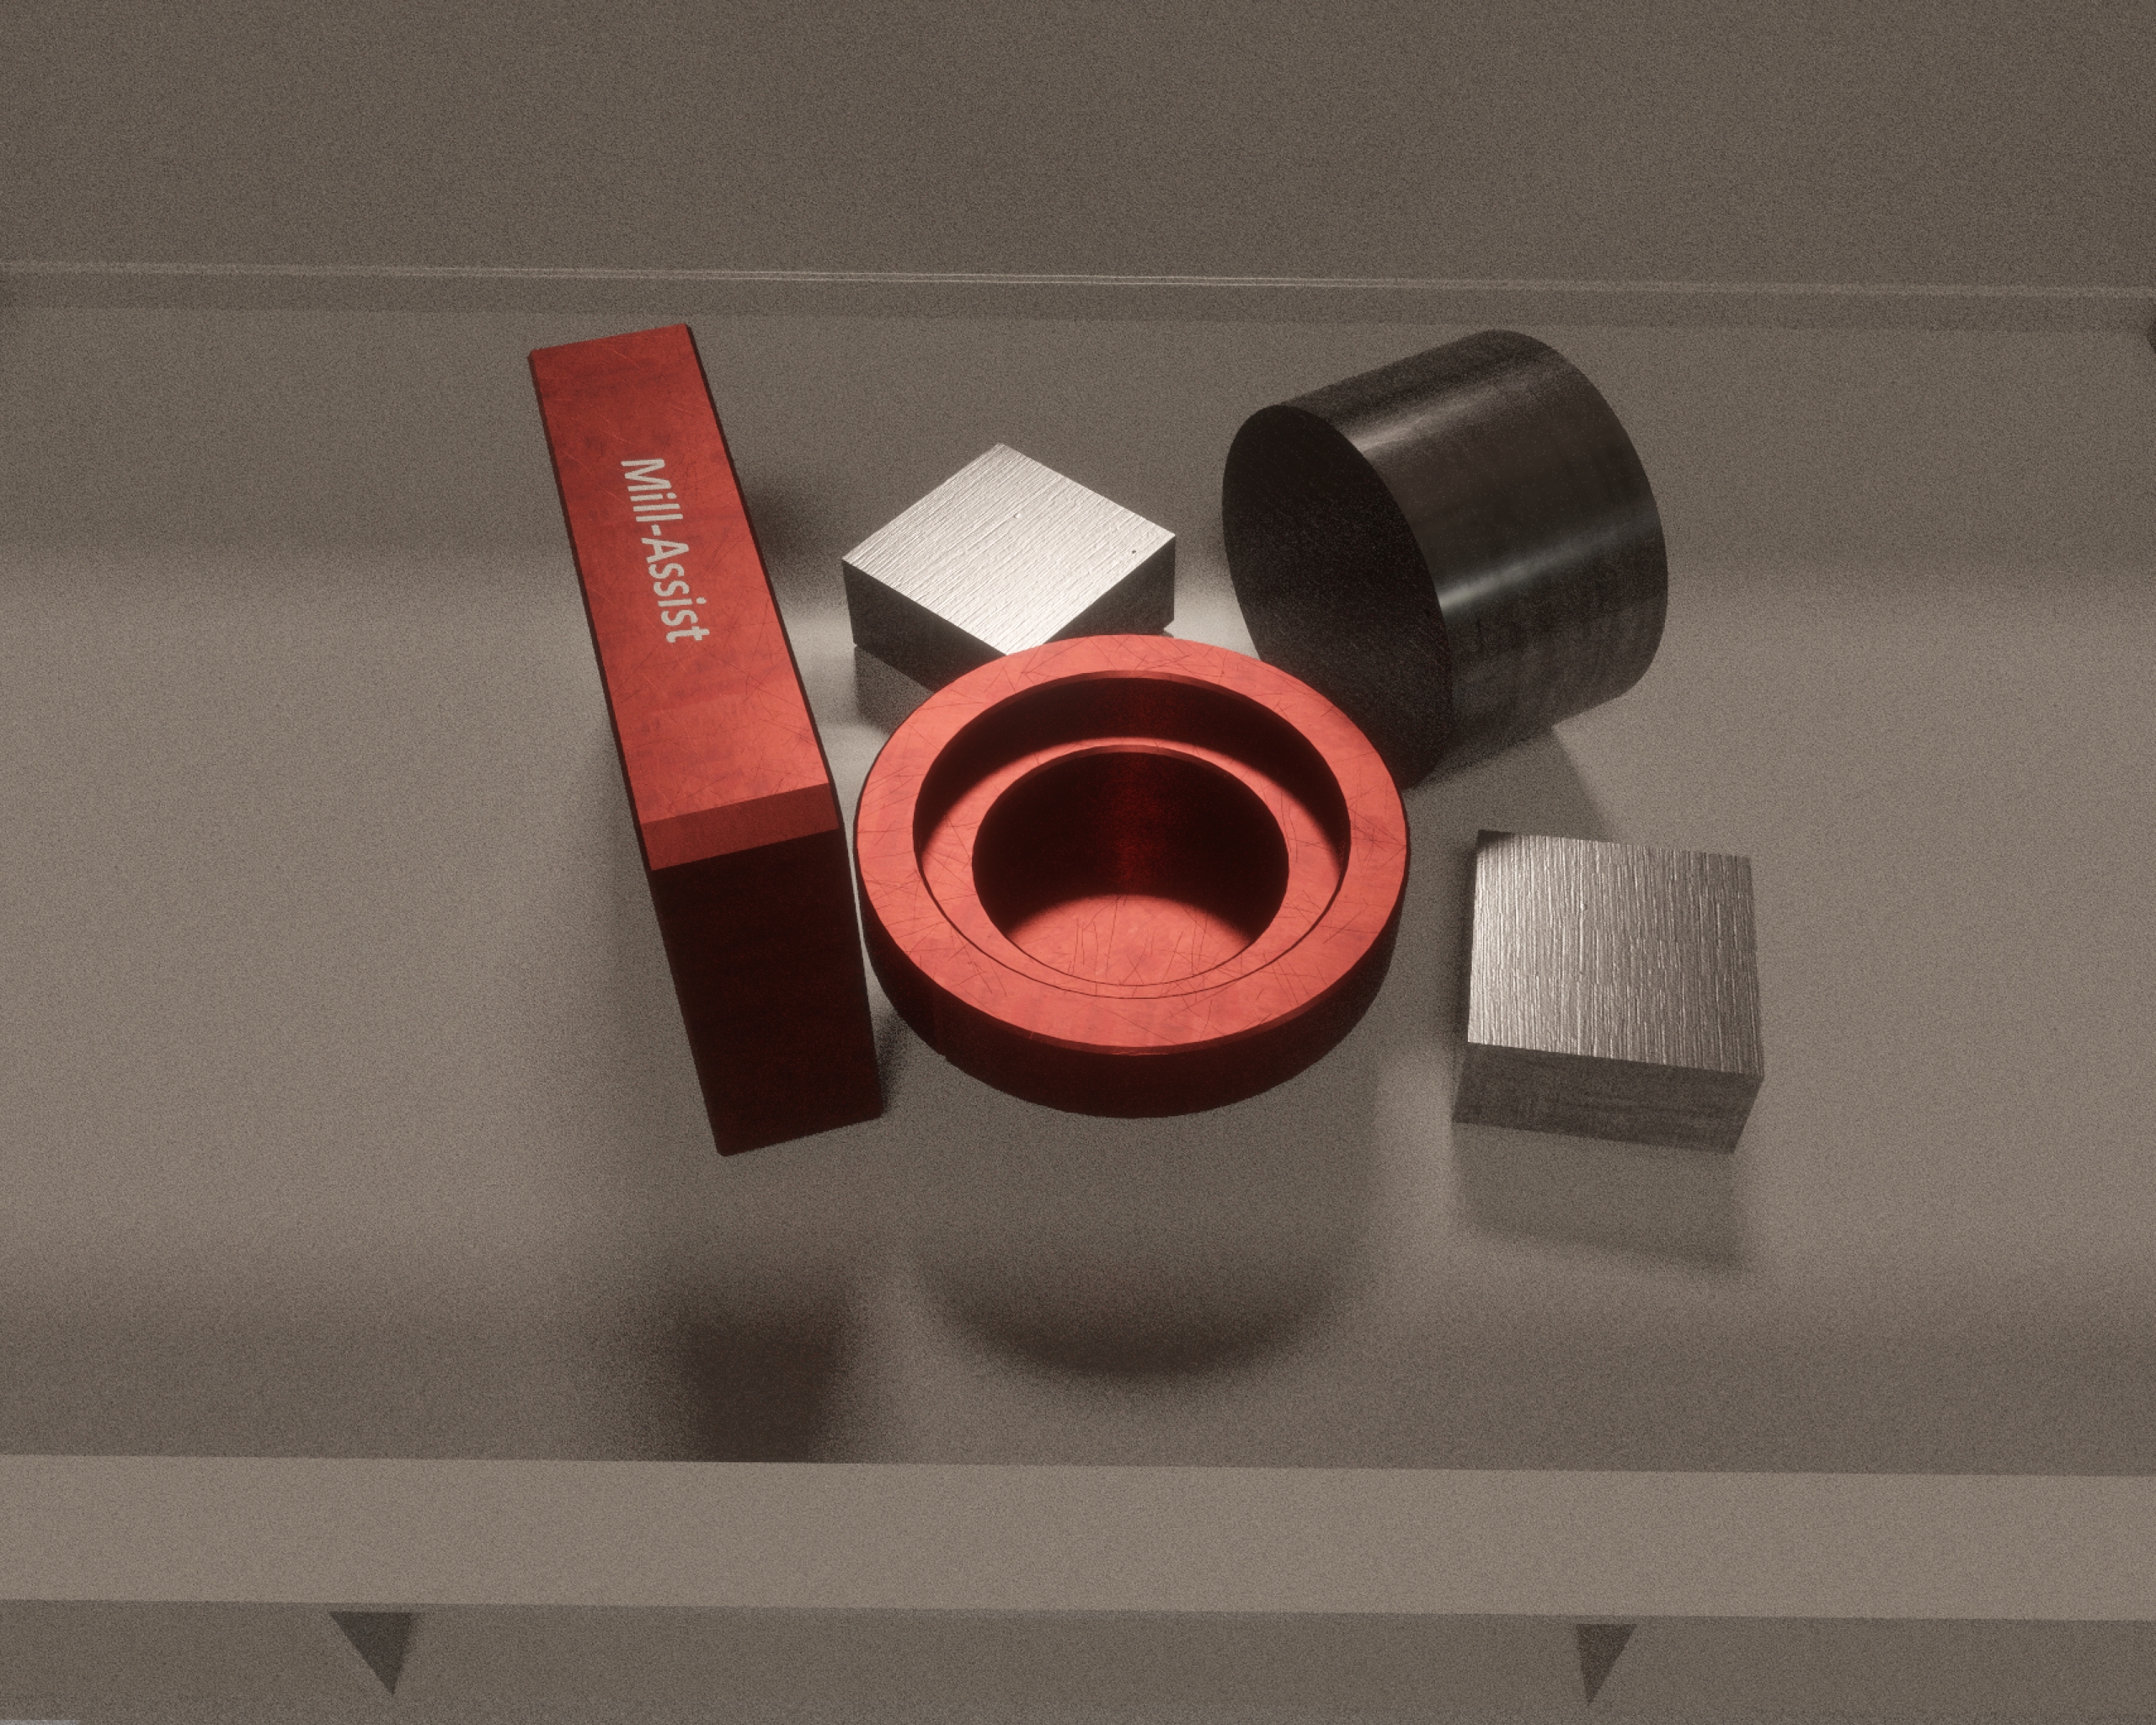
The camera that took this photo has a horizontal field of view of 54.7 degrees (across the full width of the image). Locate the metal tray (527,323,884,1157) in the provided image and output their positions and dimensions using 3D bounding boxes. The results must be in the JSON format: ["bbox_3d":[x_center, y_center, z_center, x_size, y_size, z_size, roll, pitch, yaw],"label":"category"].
[{"bbox_3d":[-0.068,-0.024,0.380,0.030,0.089,0.130,-13,51,-11],"label":"metal tray"}]

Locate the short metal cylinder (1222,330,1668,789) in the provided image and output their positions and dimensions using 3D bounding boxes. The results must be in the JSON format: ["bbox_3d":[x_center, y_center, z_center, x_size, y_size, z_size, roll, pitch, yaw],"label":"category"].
[{"bbox_3d":[0.072,-0.061,0.419,0.050,0.080,0.080,-23,54,-18],"label":"short metal cylinder"}]

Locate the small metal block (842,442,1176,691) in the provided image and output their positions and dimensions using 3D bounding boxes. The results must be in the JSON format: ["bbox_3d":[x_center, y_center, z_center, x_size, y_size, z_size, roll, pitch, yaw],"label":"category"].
[{"bbox_3d":[-0.014,-0.059,0.452,0.050,0.025,0.050,32,57,25],"label":"small metal block"}]

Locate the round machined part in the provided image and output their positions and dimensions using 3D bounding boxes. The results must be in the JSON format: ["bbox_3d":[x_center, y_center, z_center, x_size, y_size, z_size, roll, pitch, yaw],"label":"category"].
[{"bbox_3d":[0.009,0.007,0.385,0.099,0.042,0.098,0,50,0],"label":"round machined part"}]

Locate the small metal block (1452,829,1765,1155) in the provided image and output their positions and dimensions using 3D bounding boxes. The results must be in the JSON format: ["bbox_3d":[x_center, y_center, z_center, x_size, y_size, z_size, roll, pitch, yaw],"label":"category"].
[{"bbox_3d":[0.097,0.023,0.385,0.050,0.025,0.050,6,50,7],"label":"small metal block"}]
